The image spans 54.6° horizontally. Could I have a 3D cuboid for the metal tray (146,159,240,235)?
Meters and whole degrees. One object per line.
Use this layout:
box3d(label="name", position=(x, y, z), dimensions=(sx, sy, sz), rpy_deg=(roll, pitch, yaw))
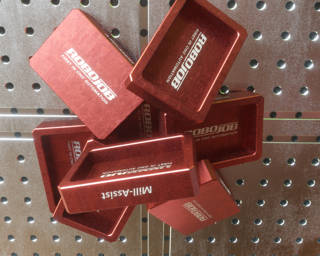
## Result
box3d(label="metal tray", position=(0.046, 0.097, 0.411), dimensions=(0.090, 0.030, 0.130), rpy_deg=(-27, 141, 10))

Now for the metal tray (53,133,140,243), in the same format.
box3d(label="metal tray", position=(-0.073, 0.080, 0.407), dimensions=(0.090, 0.030, 0.129), rpy_deg=(25, 108, -9))

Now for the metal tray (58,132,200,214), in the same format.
box3d(label="metal tray", position=(-0.027, 0.043, 0.325), dimensions=(0.130, 0.090, 0.030), rpy_deg=(-10, 110, 8))

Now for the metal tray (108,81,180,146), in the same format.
box3d(label="metal tray", position=(-0.019, 0.005, 0.412), dimensions=(0.090, 0.030, 0.129), rpy_deg=(-5, 108, 0))

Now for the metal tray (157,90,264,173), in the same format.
box3d(label="metal tray", position=(0.066, 0.007, 0.394), dimensions=(0.131, 0.030, 0.089), rpy_deg=(-10, 111, -15))

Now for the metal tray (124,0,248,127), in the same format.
box3d(label="metal tray", position=(0.032, -0.078, 0.346), dimensions=(0.090, 0.030, 0.130), rpy_deg=(32, 74, -11))

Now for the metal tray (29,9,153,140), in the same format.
box3d(label="metal tray", position=(-0.079, -0.062, 0.369), dimensions=(0.090, 0.030, 0.130), rpy_deg=(-43, 89, 14))

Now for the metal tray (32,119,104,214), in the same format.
box3d(label="metal tray", position=(-0.115, 0.054, 0.430), dimensions=(0.090, 0.030, 0.129), rpy_deg=(-4, 109, 1))
